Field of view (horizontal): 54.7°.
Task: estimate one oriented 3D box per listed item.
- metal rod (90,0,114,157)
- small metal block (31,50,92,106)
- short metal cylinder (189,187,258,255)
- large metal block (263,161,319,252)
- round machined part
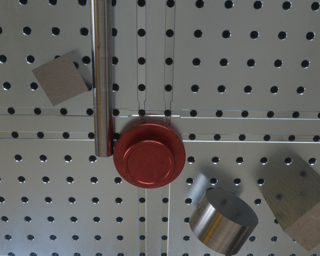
[{"bbox_3d":[-0.070,-0.105,0.373,0.025,0.025,0.298,2,110,-1],"label":"metal rod"},{"bbox_3d":[-0.121,-0.062,0.389,0.050,0.025,0.050,-24,109,8],"label":"small metal block"},{"bbox_3d":[0.088,0.128,0.433,0.080,0.080,0.050,23,108,-9],"label":"short metal cylinder"},{"bbox_3d":[0.201,0.104,0.426,0.050,0.080,0.080,40,105,-14],"label":"large metal block"},{"bbox_3d":[-0.014,0.040,0.419,0.099,0.042,0.097,0,110,-1],"label":"round machined part"}]
